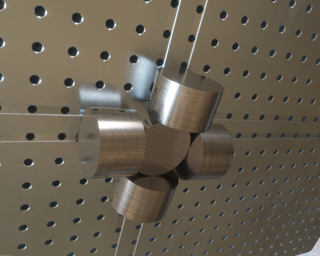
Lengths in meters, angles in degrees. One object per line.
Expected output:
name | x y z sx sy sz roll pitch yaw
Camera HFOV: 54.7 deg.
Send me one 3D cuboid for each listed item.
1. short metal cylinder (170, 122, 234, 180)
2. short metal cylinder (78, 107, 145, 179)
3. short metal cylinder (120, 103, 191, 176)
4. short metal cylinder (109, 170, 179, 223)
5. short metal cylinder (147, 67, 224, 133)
short metal cylinder | 0.054 0.031 0.424 0.050 0.080 0.079 4 117 -31
short metal cylinder | -0.058 0.017 0.354 0.050 0.080 0.079 1 118 -30
short metal cylinder | -0.008 0.014 0.400 0.081 0.050 0.079 -15 125 -22
short metal cylinder | -0.022 0.079 0.411 0.081 0.080 0.050 6 115 -31
short metal cylinder | 0.030 -0.035 0.369 0.081 0.080 0.050 3 117 -30
